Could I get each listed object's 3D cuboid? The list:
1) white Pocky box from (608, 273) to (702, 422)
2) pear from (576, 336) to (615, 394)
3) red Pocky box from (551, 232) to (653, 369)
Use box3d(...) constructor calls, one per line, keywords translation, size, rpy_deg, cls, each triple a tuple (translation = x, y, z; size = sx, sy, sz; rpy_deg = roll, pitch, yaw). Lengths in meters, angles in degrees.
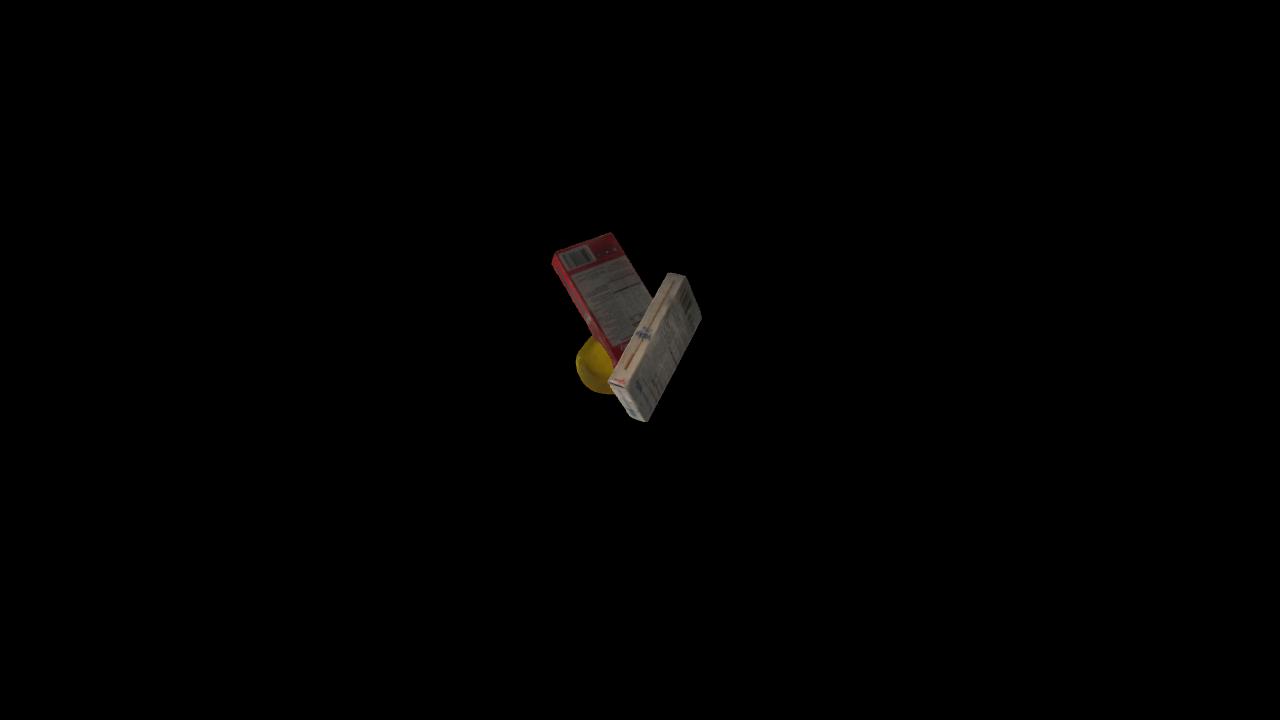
box3d(translation=(0.021, -0.014, 0.697), size=(0.028, 0.154, 0.084), rpy_deg=(17, -25, 28), cls="white Pocky box")
box3d(translation=(-0.022, 0.017, 0.729), size=(0.111, 0.080, 0.080), rpy_deg=(46, -15, -15), cls="pear")
box3d(translation=(-0.031, -0.068, 0.711), size=(0.083, 0.155, 0.028), rpy_deg=(-25, -12, -27), cls="red Pocky box")
